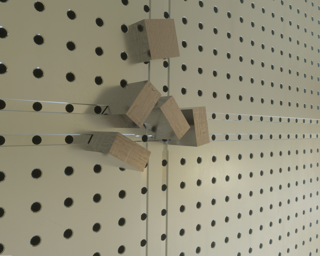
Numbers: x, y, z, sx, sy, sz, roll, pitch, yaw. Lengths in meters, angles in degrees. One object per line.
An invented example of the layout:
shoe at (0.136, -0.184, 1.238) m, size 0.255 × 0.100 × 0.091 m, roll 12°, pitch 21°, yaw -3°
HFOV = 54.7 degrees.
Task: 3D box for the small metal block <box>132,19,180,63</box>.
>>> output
small metal block at (-0.004, -0.115, 0.407) m, size 0.050 × 0.025 × 0.050 m, roll -17°, pitch 101°, yaw -39°

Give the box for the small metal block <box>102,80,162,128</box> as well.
small metal block at (-0.034, -0.027, 0.366) m, size 0.025 × 0.050 × 0.050 m, roll 46°, pitch 63°, yaw -31°

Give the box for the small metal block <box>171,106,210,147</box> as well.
small metal block at (0.039, -0.002, 0.427) m, size 0.025 × 0.050 × 0.050 m, roll -14°, pitch 99°, yaw -40°

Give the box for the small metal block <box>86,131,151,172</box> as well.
small metal block at (-0.048, 0.027, 0.355) m, size 0.050 × 0.050 × 0.025 m, roll 35°, pitch 69°, yaw -35°

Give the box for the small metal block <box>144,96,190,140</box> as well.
small metal block at (0.003, -0.012, 0.398) m, size 0.025 × 0.050 × 0.050 m, roll -46°, pitch 118°, yaw -30°
